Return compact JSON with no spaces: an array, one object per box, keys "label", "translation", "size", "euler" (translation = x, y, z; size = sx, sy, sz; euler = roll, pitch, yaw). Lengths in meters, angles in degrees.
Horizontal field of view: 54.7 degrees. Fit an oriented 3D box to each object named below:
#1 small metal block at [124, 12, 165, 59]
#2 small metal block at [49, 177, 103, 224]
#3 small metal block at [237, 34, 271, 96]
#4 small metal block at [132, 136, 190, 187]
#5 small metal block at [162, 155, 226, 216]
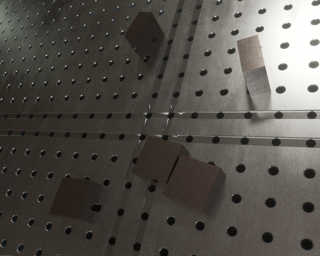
[{"label":"small metal block","translation":[-0.023,-0.148,0.494],"size":[0.025,0.050,0.050],"euler":[16,70,34]},{"label":"small metal block","translation":[-0.110,0.094,0.406],"size":[0.050,0.025,0.050],"euler":[0,61,27]},{"label":"small metal block","translation":[0.115,-0.075,0.378],"size":[0.025,0.050,0.050],"euler":[-13,56,21]},{"label":"small metal block","translation":[0.001,0.042,0.381],"size":[0.050,0.025,0.050],"euler":[12,68,33]},{"label":"small metal block","translation":[0.039,0.064,0.348],"size":[0.050,0.025,0.050],"euler":[15,70,34]}]
